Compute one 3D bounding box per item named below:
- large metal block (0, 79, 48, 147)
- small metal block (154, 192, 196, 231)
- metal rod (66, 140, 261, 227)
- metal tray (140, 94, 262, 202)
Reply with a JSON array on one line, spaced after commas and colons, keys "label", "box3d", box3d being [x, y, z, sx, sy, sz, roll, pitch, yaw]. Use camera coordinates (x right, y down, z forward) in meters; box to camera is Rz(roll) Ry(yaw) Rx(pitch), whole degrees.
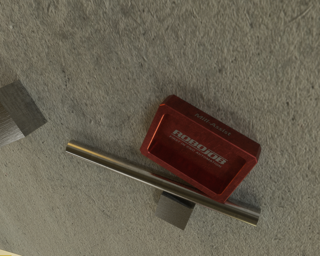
[{"label": "large metal block", "box3d": [-0.246, -0.022, 0.504, 0.080, 0.050, 0.080, -18, 109, 34]}, {"label": "small metal block", "box3d": [0.024, 0.119, 0.467, 0.050, 0.025, 0.050, 24, 127, 12]}, {"label": "metal rod", "box3d": [-0.006, 0.075, 0.454, 0.301, 0.025, 0.025, 18, 125, 17]}, {"label": "metal tray", "box3d": [0.047, 0.027, 0.394, 0.130, 0.030, 0.089, 31, 128, 7]}]
